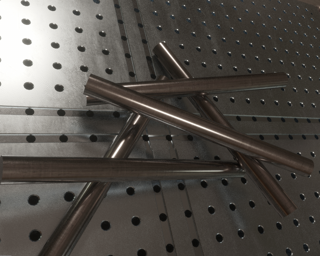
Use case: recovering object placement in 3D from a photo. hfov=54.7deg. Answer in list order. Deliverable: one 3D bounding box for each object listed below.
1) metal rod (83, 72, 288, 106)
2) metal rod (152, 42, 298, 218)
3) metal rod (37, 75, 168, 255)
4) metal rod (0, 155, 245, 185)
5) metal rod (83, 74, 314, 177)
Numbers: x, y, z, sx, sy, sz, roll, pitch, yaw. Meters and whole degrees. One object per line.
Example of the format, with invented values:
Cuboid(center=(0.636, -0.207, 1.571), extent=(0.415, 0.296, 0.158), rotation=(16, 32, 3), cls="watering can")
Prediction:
Cuboid(center=(0.050, -0.056, 0.425), extent=(0.303, 0.025, 0.025), rotation=(-7, 65, -21), cls="metal rod")
Cuboid(center=(0.080, -0.009, 0.436), extent=(0.025, 0.025, 0.299), rotation=(-21, 66, -36), cls="metal rod")
Cuboid(center=(-0.052, 0.036, 0.359), extent=(0.025, 0.025, 0.301), rotation=(34, 51, -6), cls="metal rod")
Cuboid(center=(-0.012, 0.047, 0.349), extent=(0.302, 0.025, 0.025), rotation=(5, 59, -35), cls="metal rod")
Cuboid(center=(0.057, 0.002, 0.379), extent=(0.302, 0.025, 0.025), rotation=(20, 54, -12), cls="metal rod")
